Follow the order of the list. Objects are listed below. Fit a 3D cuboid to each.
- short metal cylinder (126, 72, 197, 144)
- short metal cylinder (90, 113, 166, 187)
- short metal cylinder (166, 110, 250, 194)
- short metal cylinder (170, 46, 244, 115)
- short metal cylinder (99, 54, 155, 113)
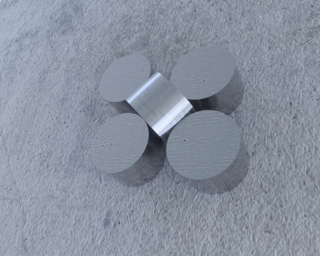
[{"bbox_3d":[0.004,-0.022,0.381,0.050,0.080,0.080,-43,51,-1],"label":"short metal cylinder"},{"bbox_3d":[-0.039,0.028,0.390,0.080,0.050,0.080,-13,56,20],"label":"short metal cylinder"},{"bbox_3d":[0.054,0.027,0.342,0.080,0.050,0.080,-13,56,20],"label":"short metal cylinder"},{"bbox_3d":[0.060,-0.056,0.389,0.080,0.050,0.080,-13,56,20],"label":"short metal cylinder"},{"bbox_3d":[-0.039,-0.058,0.442,0.080,0.050,0.080,-13,56,20],"label":"short metal cylinder"}]
